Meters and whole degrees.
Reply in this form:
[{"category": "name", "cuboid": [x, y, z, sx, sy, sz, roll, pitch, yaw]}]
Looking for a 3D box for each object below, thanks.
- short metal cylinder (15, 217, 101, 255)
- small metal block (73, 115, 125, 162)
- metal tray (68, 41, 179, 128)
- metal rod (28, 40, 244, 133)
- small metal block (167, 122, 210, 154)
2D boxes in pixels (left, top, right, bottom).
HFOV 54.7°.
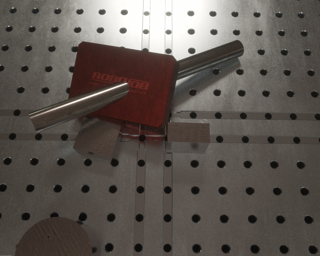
[{"category": "short metal cylinder", "cuboid": [-0.111, 0.142, 0.345, 0.081, 0.050, 0.080, 0, 70, 0]}, {"category": "small metal block", "cuboid": [-0.079, 0.012, 0.406, 0.050, 0.025, 0.050, 13, 71, 4]}, {"category": "metal tray", "cuboid": [-0.048, -0.056, 0.402, 0.131, 0.030, 0.089, 12, 92, 12]}, {"category": "metal rod", "cuboid": [-0.016, -0.062, 0.407, 0.302, 0.025, 0.025, -23, 72, -19]}, {"category": "small metal block", "cuboid": [0.034, 0.014, 0.394, 0.050, 0.050, 0.025, 2, 70, 0]}]
